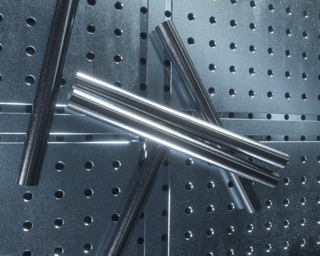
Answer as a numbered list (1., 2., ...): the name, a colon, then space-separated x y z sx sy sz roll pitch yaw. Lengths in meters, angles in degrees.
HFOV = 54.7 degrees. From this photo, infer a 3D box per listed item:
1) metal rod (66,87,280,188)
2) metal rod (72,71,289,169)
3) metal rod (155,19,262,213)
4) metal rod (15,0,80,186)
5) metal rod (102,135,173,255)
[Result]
1. metal rod: 0.031 0.020 0.397 0.302 0.025 0.025 22 83 -19
2. metal rod: 0.036 -0.006 0.407 0.302 0.025 0.025 20 83 -12
3. metal rod: 0.073 -0.010 0.440 0.025 0.025 0.299 -31 101 -18
4. metal rod: -0.124 -0.082 0.366 0.025 0.025 0.298 13 86 -20
5. metal rod: -0.049 0.137 0.395 0.025 0.025 0.299 27 81 -18
